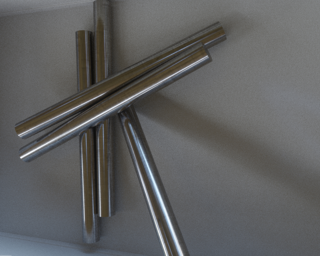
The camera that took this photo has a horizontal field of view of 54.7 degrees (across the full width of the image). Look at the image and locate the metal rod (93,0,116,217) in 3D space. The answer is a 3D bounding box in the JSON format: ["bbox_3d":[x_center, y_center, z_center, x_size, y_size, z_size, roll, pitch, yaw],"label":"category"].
[{"bbox_3d":[-0.078,-0.027,0.436,0.025,0.025,0.298,-1,90,19],"label":"metal rod"}]

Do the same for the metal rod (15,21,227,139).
[{"bbox_3d":[-0.058,-0.058,0.406,0.301,0.025,0.025,-25,82,9],"label":"metal rod"}]

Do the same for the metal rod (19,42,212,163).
[{"bbox_3d":[-0.072,-0.024,0.403,0.300,0.025,0.025,-27,82,21],"label":"metal rod"}]

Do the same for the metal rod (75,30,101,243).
[{"bbox_3d":[-0.104,0.012,0.445,0.025,0.025,0.298,-2,89,19],"label":"metal rod"}]

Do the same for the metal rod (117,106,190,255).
[{"bbox_3d":[-0.005,0.077,0.345,0.025,0.025,0.299,-34,54,16],"label":"metal rod"}]
